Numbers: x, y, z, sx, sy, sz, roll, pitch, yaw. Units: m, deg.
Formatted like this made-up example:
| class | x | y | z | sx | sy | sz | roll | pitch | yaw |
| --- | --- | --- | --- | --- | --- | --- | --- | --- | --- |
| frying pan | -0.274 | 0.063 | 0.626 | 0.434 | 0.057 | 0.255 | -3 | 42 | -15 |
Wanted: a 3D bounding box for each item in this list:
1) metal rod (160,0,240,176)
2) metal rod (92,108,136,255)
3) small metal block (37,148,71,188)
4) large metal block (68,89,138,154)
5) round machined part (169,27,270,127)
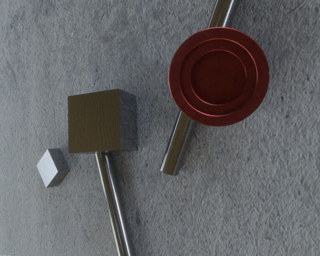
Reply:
| class | x | y | z | sx | sy | sz | roll | pitch | yaw |
| --- | --- | --- | --- | --- | --- | --- | --- | --- | --- |
| metal rod | 0.056 | -0.083 | 0.357 | 0.025 | 0.025 | 0.298 | 28 | 108 | 36 |
| metal rod | -0.071 | 0.095 | 0.461 | 0.025 | 0.025 | 0.299 | -25 | 74 | 37 |
| small metal block | -0.194 | 0.072 | 0.561 | 0.050 | 0.025 | 0.050 | -48 | 62 | 29 |
| large metal block | -0.079 | -0.006 | 0.434 | 0.080 | 0.050 | 0.080 | -5 | 83 | 21 |
| round machined part | 0.061 | -0.053 | 0.325 | 0.098 | 0.042 | 0.097 | 2 | 101 | 13 |
